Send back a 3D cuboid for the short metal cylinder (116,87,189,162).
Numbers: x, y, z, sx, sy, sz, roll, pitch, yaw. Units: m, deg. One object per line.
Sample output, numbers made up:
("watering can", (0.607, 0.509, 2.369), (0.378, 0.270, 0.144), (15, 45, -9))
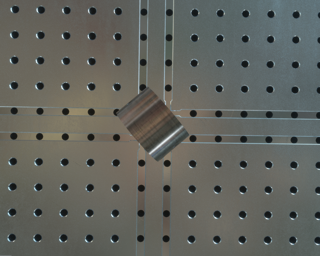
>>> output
("short metal cylinder", (-0.009, -0.005, 0.385), (0.050, 0.080, 0.080), (-40, 91, 0))
